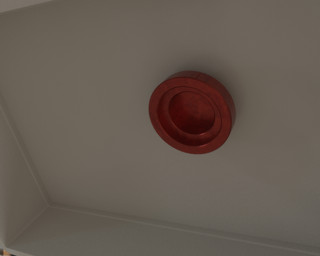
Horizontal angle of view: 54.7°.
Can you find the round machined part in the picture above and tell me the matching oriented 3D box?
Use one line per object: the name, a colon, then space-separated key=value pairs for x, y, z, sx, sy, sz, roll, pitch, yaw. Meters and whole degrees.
round machined part: x=0.040 y=-0.021 z=0.363 sx=0.098 sy=0.042 sz=0.097 roll=13 pitch=124 yaw=20
